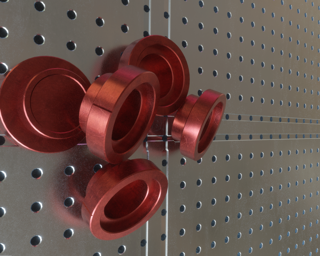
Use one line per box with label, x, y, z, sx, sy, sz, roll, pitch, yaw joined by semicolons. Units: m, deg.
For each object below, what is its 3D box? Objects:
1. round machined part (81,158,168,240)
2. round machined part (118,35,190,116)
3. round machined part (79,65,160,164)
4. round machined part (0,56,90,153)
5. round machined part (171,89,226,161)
round machined part;-0.043;0.073;0.346;0.099;0.042;0.097;-25;136;-27
round machined part;-0.012;-0.063;0.390;0.099;0.042;0.097;0;91;-40
round machined part;-0.043;-0.017;0.311;0.098;0.042;0.097;-52;157;-34
round machined part;-0.107;-0.023;0.309;0.099;0.042;0.097;0;90;-40
round machined part;0.050;-0.008;0.423;0.098;0.042;0.097;-50;154;-35
